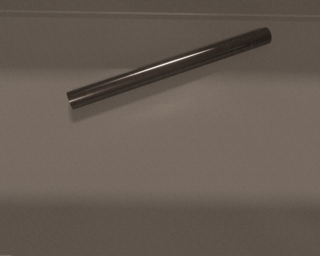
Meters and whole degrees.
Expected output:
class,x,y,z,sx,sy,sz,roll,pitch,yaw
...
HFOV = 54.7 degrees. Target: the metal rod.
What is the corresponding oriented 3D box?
class,x,y,z,sx,sy,sz,roll,pitch,yaw
metal rod,0.018,-0.087,0.441,0.302,0.025,0.025,-20,72,-8
